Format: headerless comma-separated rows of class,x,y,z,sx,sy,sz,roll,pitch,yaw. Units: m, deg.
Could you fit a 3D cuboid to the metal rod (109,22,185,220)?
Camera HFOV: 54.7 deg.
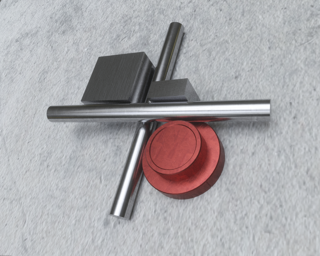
metal rod,-0.011,-0.026,0.426,0.025,0.025,0.300,2,62,29

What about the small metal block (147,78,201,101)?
small metal block,0.019,-0.037,0.401,0.050,0.050,0.025,-1,61,27

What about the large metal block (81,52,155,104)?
large metal block,-0.057,-0.061,0.454,0.080,0.050,0.080,1,62,28

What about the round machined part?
round machined part,0.022,0.030,0.362,0.098,0.042,0.098,-13,56,20

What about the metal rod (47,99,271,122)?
metal rod,-0.018,-0.020,0.394,0.301,0.025,0.025,0,62,23
